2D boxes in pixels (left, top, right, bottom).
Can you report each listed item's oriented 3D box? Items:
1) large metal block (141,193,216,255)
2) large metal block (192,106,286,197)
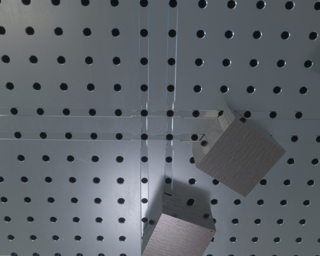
[{"bbox_3d":[0.025,0.154,0.457,0.080,0.050,0.080,21,109,-8],"label":"large metal block"},{"bbox_3d":[0.101,0.031,0.412,0.080,0.050,0.080,32,107,-11],"label":"large metal block"}]
